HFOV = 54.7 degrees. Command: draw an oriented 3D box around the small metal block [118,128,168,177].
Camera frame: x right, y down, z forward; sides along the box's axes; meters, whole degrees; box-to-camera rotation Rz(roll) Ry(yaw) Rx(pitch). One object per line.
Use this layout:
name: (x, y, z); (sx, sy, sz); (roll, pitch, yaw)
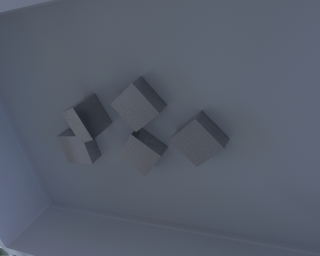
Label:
small metal block: (-0.024, 0.033, 0.441); (0.050, 0.025, 0.050); (37, 129, 3)

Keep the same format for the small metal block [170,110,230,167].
small metal block: (0.050, 0.014, 0.390); (0.050, 0.025, 0.050); (45, 129, -4)

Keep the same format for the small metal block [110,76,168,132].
small metal block: (-0.028, -0.030, 0.403); (0.050, 0.025, 0.050); (48, 128, -6)

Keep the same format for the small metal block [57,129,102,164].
small metal block: (-0.128, 0.028, 0.491); (0.050, 0.025, 0.050); (-1, 118, 28)

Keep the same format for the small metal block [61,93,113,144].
small metal block: (-0.101, -0.014, 0.435); (0.025, 0.050, 0.050); (-17, 110, 34)
